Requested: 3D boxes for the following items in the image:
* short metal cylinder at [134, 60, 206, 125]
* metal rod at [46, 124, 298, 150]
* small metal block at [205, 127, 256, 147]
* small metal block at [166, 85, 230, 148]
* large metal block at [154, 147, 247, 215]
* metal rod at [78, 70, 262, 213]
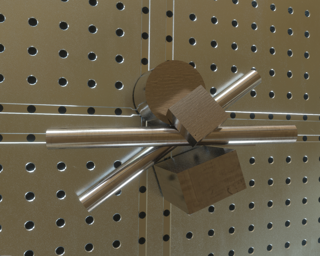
[{"bbox_3d":[0.012,-0.043,0.400,0.081,0.050,0.079,0,89,-20],"label":"short metal cylinder"},{"bbox_3d":[0.020,0.010,0.379,0.302,0.025,0.025,-1,91,-7],"label":"metal rod"},{"bbox_3d":[0.097,0.012,0.432,0.050,0.050,0.025,0,90,-19],"label":"small metal block"},{"bbox_3d":[0.043,-0.014,0.363,0.050,0.025,0.050,-37,79,-16],"label":"small metal block"},{"bbox_3d":[0.048,0.061,0.397,0.081,0.080,0.050,-19,97,-19],"label":"large metal block"},{"bbox_3d":[0.025,0.009,0.419,0.301,0.025,0.025,-36,102,-17],"label":"metal rod"}]
